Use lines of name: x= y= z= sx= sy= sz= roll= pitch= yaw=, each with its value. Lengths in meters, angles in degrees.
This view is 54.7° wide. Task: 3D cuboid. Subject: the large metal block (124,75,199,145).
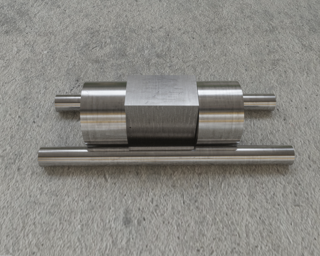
large metal block: x=0.002 y=-0.018 z=0.381 sx=0.081 sy=0.080 sz=0.050 roll=0 pitch=50 yaw=0

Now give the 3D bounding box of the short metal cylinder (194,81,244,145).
short metal cylinder: x=0.068 y=-0.018 z=0.384 sx=0.050 sy=0.080 sz=0.080 roll=-1 pitch=50 yaw=-1

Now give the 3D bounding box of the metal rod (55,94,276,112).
metal rod: x=0.008 y=-0.035 z=0.434 sx=0.302 sy=0.025 sz=0.025 roll=0 pitch=50 yaw=-1

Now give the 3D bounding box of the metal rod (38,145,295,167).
metal rod: x=0.008 y=0.034 z=0.376 sx=0.302 sy=0.025 sz=0.025 roll=0 pitch=50 yaw=-1

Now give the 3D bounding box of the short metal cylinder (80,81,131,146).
short metal cylinder: x=-0.064 y=-0.018 z=0.383 sx=0.050 sy=0.080 sz=0.080 roll=-1 pitch=50 yaw=-1
